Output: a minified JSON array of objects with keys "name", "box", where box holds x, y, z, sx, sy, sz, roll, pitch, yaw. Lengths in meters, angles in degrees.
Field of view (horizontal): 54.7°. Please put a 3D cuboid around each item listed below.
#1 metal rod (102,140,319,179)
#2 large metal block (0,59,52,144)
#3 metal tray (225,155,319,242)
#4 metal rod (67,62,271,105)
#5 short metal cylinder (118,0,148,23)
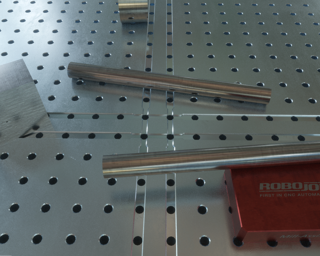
[{"name":"metal rod","box":[0.090,0.032,0.341,0.302,0.025,0.025,-4,50,-3]},{"name":"large metal block","box":[-0.196,-0.031,0.396,0.081,0.080,0.050,-24,54,-19]},{"name":"metal tray","box":[0.144,0.075,0.342,0.131,0.030,0.090,-1,50,-1]},{"name":"metal rod","box":[0.009,-0.068,0.464,0.302,0.025,0.025,9,51,7]},{"name":"short metal cylinder","box":[-0.049,-0.236,0.570,0.050,0.080,0.080,-3,50,-3]}]
